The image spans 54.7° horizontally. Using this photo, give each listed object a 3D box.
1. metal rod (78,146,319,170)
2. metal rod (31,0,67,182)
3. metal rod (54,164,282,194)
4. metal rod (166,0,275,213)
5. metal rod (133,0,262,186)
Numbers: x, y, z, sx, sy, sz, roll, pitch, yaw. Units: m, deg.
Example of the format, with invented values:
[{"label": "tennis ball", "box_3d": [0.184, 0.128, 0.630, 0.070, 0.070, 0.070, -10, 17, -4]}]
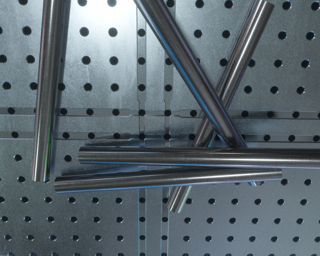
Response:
[{"label": "metal rod", "box_3d": [0.041, 0.037, 0.395, 0.301, 0.025, 0.025, 0, 111, 12]}, {"label": "metal rod", "box_3d": [-0.138, -0.068, 0.386, 0.025, 0.025, 0.298, 11, 110, -5]}, {"label": "metal rod", "box_3d": [0.003, 0.067, 0.416, 0.301, 0.025, 0.025, -5, 110, 10]}, {"label": "metal rod", "box_3d": [0.071, -0.015, 0.409, 0.025, 0.025, 0.298, 19, 109, -7]}, {"label": "metal rod", "box_3d": [0.058, -0.032, 0.367, 0.025, 0.025, 0.300, -31, 120, 10]}]
